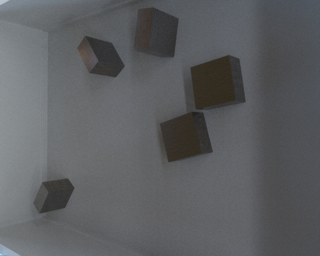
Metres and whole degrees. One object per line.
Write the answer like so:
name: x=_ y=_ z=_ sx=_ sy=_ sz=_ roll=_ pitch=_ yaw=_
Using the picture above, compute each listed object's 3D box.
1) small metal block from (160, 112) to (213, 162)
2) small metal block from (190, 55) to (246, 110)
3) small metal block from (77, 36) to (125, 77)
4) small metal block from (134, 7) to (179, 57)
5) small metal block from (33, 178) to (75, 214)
small metal block: x=0.032 y=0.012 z=0.381 sx=0.050 sy=0.025 sz=0.050 roll=-20 pitch=77 yaw=38
small metal block: x=0.065 y=-0.050 z=0.353 sx=0.050 sy=0.025 sz=0.050 roll=-11 pitch=83 yaw=39
small metal block: x=-0.088 y=-0.106 z=0.463 sx=0.025 sy=0.050 sz=0.050 roll=-44 pitch=64 yaw=31
small metal block: x=-0.004 y=-0.120 z=0.394 sx=0.025 sy=0.050 sz=0.050 roll=12 pitch=98 yaw=39
small metal block: x=-0.186 y=0.119 z=0.545 sx=0.025 sy=0.050 sz=0.050 roll=43 pitch=116 yaw=31
